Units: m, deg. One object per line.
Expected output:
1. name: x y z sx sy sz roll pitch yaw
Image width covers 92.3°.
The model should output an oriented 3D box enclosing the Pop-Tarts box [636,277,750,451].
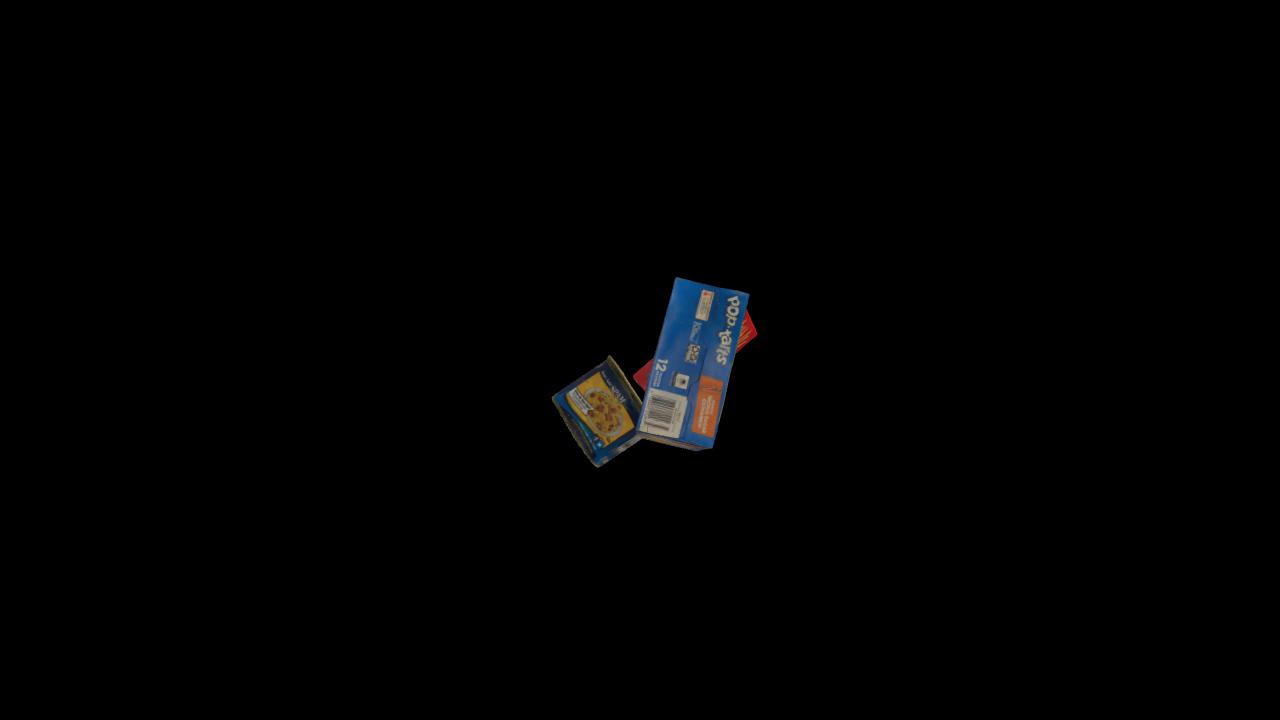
1. Pop-Tarts box: 0.054 0.012 0.688 0.083 0.167 0.141 15 -10 2

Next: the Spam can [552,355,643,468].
1. Spam can: -0.040 0.060 0.708 0.085 0.101 0.058 -34 -21 0

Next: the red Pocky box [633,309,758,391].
1. red Pocky box: 0.069 -0.007 0.734 0.028 0.155 0.083 48 -1 36
